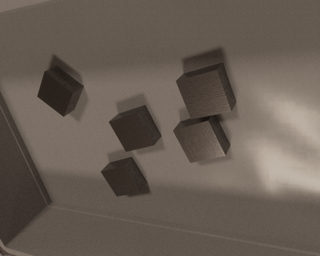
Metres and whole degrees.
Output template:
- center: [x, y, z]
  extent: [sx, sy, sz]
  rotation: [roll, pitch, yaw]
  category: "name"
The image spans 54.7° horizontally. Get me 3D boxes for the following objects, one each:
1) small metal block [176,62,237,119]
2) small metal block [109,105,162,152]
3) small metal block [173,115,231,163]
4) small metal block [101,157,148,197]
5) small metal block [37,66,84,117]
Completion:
- center: [0.053, -0.041, 0.354]
  extent: [0.050, 0.025, 0.050]
  rotation: [-11, 113, 32]
  category: "small metal block"
- center: [-0.034, 0.001, 0.426]
  extent: [0.050, 0.025, 0.050]
  rotation: [-15, 111, 34]
  category: "small metal block"
- center: [0.053, 0.012, 0.388]
  extent: [0.050, 0.025, 0.050]
  rotation: [-17, 110, 34]
  category: "small metal block"
- center: [-0.056, 0.077, 0.484]
  extent: [0.050, 0.025, 0.050]
  rotation: [-17, 110, 34]
  category: "small metal block"
- center: [-0.145, -0.053, 0.450]
  extent: [0.050, 0.025, 0.050]
  rotation: [37, 129, 2]
  category: "small metal block"
